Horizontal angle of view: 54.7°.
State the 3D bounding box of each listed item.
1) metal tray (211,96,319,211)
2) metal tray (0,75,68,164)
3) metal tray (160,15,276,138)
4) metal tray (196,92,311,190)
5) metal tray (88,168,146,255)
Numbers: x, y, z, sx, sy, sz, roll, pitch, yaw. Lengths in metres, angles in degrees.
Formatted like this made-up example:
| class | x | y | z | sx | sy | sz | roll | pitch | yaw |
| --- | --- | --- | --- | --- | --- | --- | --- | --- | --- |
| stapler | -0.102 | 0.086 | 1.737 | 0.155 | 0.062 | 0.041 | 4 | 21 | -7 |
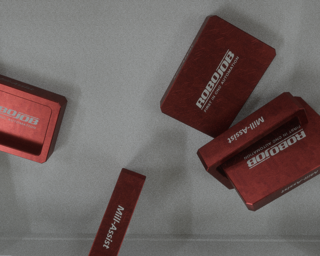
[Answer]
| class | x | y | z | sx | sy | sz | roll | pitch | yaw |
| --- | --- | --- | --- | --- | --- | --- | --- | --- | --- |
| metal tray | 0.141 | 0.029 | 0.378 | 0.130 | 0.090 | 0.030 | -31 | 144 | 2 |
| metal tray | -0.197 | -0.017 | 0.400 | 0.131 | 0.030 | 0.089 | 19 | 109 | -7 |
| metal tray | 0.068 | -0.061 | 0.387 | 0.090 | 0.030 | 0.129 | 26 | 108 | -10 |
| metal tray | 0.122 | 0.021 | 0.393 | 0.130 | 0.030 | 0.090 | -35 | 140 | 12 |
| metal tray | -0.057 | 0.118 | 0.389 | 0.030 | 0.090 | 0.130 | 21 | 78 | -3 |
